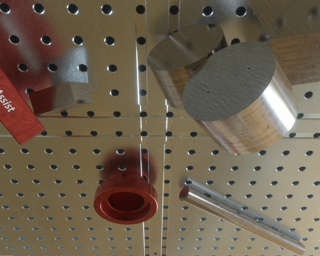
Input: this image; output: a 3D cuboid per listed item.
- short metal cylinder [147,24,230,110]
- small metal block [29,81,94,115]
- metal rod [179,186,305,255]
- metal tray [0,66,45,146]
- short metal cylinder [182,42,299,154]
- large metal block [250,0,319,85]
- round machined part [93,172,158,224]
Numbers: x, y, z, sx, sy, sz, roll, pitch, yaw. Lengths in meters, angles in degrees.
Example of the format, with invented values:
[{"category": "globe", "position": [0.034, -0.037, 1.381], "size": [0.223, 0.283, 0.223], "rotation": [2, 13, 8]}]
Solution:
[{"category": "short metal cylinder", "position": [0.034, -0.064, 0.321], "size": [0.080, 0.080, 0.050], "rotation": [-18, 128, 15]}, {"category": "small metal block", "position": [-0.113, -0.035, 0.361], "size": [0.050, 0.050, 0.025], "rotation": [-15, 93, 12]}, {"category": "metal rod", "position": [0.160, 0.174, 0.561], "size": [0.301, 0.025, 0.025], "rotation": [30, 124, -23]}, {"category": "metal tray", "position": [-0.180, -0.051, 0.324], "size": [0.030, 0.090, 0.129], "rotation": [-38, 131, -19]}, {"category": "short metal cylinder", "position": [0.066, -0.025, 0.260], "size": [0.080, 0.080, 0.050], "rotation": [-29, 130, 22]}, {"category": "large metal block", "position": [0.138, -0.087, 0.303], "size": [0.080, 0.080, 0.050], "rotation": [-7, 130, 6]}, {"category": "round machined part", "position": [-0.053, 0.108, 0.492], "size": [0.099, 0.042, 0.097], "rotation": [0, 130, 0]}]
